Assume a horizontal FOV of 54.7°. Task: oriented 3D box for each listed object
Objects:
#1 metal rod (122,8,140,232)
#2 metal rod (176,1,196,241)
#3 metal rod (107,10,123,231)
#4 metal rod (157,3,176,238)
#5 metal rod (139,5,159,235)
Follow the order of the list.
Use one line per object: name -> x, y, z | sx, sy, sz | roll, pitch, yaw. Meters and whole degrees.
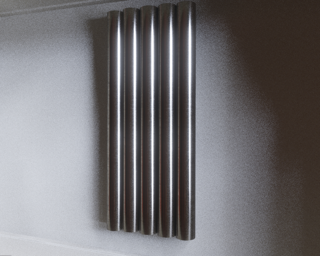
metal rod -> -0.039, -0.011, 0.423 | 0.025, 0.025, 0.298 | 0, 90, 20
metal rod -> 0.033, -0.009, 0.397 | 0.025, 0.025, 0.298 | 0, 90, 20
metal rod -> -0.061, -0.010, 0.431 | 0.025, 0.025, 0.298 | 0, 90, 20
metal rod -> 0.010, -0.010, 0.406 | 0.025, 0.025, 0.298 | 0, 90, 20
metal rod -> -0.015, -0.010, 0.414 | 0.025, 0.025, 0.298 | 0, 90, 20
